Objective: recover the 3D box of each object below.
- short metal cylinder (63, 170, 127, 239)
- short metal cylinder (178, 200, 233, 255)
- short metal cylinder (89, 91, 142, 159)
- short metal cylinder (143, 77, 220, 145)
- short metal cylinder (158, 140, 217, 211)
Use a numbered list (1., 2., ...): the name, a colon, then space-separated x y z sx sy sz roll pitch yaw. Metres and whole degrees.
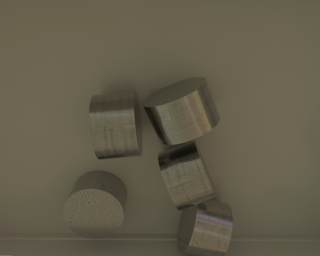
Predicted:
1. short metal cylinder: -0.089 0.107 0.436 0.081 0.050 0.079 0 110 -1
2. short metal cylinder: 0.061 0.139 0.434 0.050 0.080 0.079 16 109 -6
3. short metal cylinder: -0.051 -0.003 0.380 0.050 0.080 0.079 -5 110 1
4. short metal cylinder: 0.026 -0.022 0.374 0.080 0.080 0.050 -21 109 7
5. short metal cylinder: 0.036 0.061 0.405 0.050 0.080 0.080 -22 109 7
